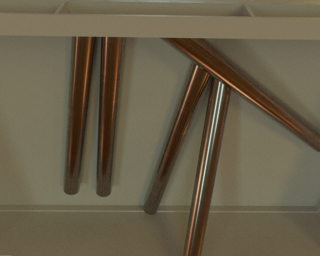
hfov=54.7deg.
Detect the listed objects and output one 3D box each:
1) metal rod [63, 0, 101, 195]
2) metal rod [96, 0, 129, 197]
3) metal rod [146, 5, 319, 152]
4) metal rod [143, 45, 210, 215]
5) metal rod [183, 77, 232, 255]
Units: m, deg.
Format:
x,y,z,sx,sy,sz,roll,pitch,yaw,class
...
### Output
x,y,z,sx,sy,sz,roll,pitch,yaw,class
-0.105,-0.015,0.395,0.025,0.025,0.298,10,130,-9,metal rod
-0.066,-0.013,0.397,0.025,0.025,0.298,7,130,-6,metal rod
0.110,-0.038,0.352,0.301,0.025,0.025,28,125,-31,metal rod
0.018,0.026,0.430,0.025,0.025,0.298,10,130,-9,metal rod
0.057,0.072,0.397,0.025,0.025,0.298,5,107,-5,metal rod
